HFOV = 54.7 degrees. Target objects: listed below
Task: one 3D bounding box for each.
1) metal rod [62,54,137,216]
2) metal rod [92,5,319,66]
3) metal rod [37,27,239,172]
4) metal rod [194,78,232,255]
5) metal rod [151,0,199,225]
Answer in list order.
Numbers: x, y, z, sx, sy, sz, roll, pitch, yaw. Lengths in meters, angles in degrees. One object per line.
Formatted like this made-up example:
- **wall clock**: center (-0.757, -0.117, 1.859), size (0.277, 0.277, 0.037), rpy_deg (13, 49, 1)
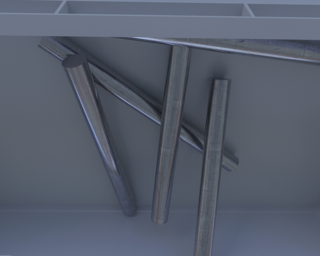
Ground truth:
- **metal rod**: center (-0.069, 0.035, 0.419), size (0.025, 0.025, 0.298), rpy_deg (-5, 136, 4)
- **metal rod**: center (0.087, -0.085, 0.310), size (0.302, 0.025, 0.025), rpy_deg (4, 131, -15)
- **metal rod**: center (-0.008, -0.022, 0.390), size (0.301, 0.025, 0.025), rpy_deg (33, 123, -25)
- **metal rod**: center (0.064, 0.086, 0.403), size (0.025, 0.025, 0.298), rpy_deg (2, 106, -2)
- **metal rod**: center (0.013, 0.003, 0.378), size (0.025, 0.025, 0.298), rpy_deg (4, 120, -4)
